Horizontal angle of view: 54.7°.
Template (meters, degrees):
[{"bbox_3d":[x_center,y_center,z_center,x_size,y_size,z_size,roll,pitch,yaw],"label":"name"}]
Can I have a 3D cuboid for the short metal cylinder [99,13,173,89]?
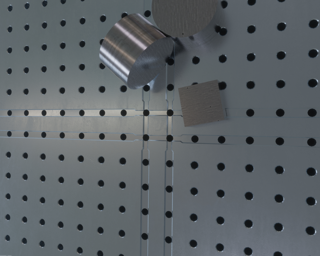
[{"bbox_3d":[-0.029,-0.096,0.394,0.050,0.080,0.080,43,103,15],"label":"short metal cylinder"}]

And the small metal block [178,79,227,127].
[{"bbox_3d":[0.055,-0.030,0.393,0.050,0.025,0.050,-11,87,19],"label":"small metal block"}]

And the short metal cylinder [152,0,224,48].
[{"bbox_3d":[0.036,-0.146,0.386,0.080,0.050,0.079,0,90,20],"label":"short metal cylinder"}]
